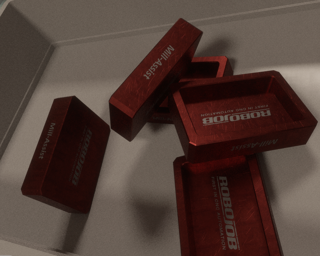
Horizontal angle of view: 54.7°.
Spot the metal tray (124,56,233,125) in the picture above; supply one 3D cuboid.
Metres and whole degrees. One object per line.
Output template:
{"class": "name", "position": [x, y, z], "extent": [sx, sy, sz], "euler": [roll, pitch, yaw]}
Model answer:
{"class": "metal tray", "position": [0.024, -0.051, 0.419], "extent": [0.130, 0.030, 0.090], "euler": [5, 64, 30]}

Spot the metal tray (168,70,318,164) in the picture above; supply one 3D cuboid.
{"class": "metal tray", "position": [0.081, -0.016, 0.328], "extent": [0.131, 0.030, 0.090], "euler": [-9, 48, -9]}

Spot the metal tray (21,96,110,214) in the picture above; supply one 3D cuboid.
{"class": "metal tray", "position": [-0.114, 0.035, 0.400], "extent": [0.030, 0.090, 0.130], "euler": [-4, 60, 26]}

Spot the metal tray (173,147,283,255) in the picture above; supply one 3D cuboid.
{"class": "metal tray", "position": [0.065, 0.084, 0.316], "extent": [0.090, 0.030, 0.130], "euler": [-16, 55, 18]}

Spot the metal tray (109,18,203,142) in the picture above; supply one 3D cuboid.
{"class": "metal tray", "position": [-0.006, -0.053, 0.358], "extent": [0.030, 0.090, 0.130], "euler": [35, 70, 5]}
